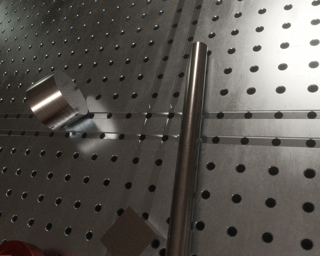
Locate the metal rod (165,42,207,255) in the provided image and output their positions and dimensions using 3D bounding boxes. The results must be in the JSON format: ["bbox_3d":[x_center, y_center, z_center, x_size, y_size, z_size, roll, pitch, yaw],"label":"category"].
[{"bbox_3d":[0.036,0.015,0.378,0.025,0.025,0.299,-5,59,25],"label":"metal rod"}]

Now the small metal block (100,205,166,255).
[{"bbox_3d":[-0.030,0.125,0.346,0.050,0.025,0.050,-49,52,-6],"label":"small metal block"}]

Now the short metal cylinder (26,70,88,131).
[{"bbox_3d":[-0.157,-0.043,0.479,0.050,0.080,0.080,-30,52,9],"label":"short metal cylinder"}]

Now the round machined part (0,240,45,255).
[{"bbox_3d":[-0.173,0.189,0.370,0.098,0.042,0.098,-13,56,20],"label":"round machined part"}]
